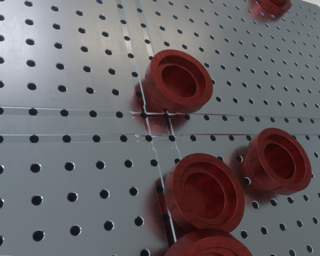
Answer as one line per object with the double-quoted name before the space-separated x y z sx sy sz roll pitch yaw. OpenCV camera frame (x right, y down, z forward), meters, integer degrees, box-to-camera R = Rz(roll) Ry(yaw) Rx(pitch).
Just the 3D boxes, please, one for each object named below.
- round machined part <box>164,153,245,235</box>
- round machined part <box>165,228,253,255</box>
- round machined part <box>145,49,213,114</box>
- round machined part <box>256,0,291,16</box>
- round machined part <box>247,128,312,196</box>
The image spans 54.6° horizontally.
"round machined part" 0.049 0.083 0.372 0.099 0.042 0.098 14 55 -21
"round machined part" 0.044 0.147 0.311 0.099 0.042 0.097 -1 95 -16
"round machined part" 0.024 -0.062 0.447 0.099 0.042 0.098 13 56 -21
"round machined part" 0.275 -0.318 0.738 0.099 0.042 0.098 13 56 -21
"round machined part" 0.169 0.052 0.455 0.099 0.042 0.098 13 56 -21
